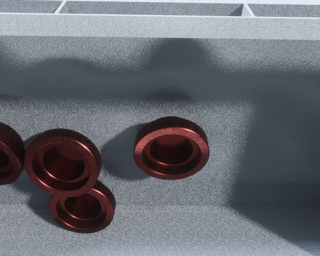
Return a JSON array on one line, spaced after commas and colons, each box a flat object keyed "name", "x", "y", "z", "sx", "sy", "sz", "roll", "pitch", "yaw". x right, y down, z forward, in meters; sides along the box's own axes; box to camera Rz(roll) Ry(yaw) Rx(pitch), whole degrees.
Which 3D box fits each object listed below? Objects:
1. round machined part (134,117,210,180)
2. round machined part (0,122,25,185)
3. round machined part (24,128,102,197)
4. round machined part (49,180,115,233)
[{"name": "round machined part", "x": 0.015, "y": 0.023, "z": 0.417, "sx": 0.099, "sy": 0.042, "sz": 0.097, "roll": 0, "pitch": 130, "yaw": 0}, {"name": "round machined part", "x": -0.225, "y": 0.028, "z": 0.415, "sx": 0.099, "sy": 0.042, "sz": 0.097, "roll": 4, "pitch": 128, "yaw": 5}, {"name": "round machined part", "x": -0.128, "y": 0.043, "z": 0.424, "sx": 0.099, "sy": 0.042, "sz": 0.097, "roll": 1, "pitch": 117, "yaw": 2}, {"name": "round machined part", "x": -0.119, "y": 0.116, "z": 0.487, "sx": 0.099, "sy": 0.042, "sz": 0.097, "roll": 0, "pitch": 119, "yaw": 1}]
